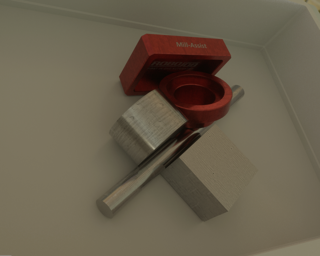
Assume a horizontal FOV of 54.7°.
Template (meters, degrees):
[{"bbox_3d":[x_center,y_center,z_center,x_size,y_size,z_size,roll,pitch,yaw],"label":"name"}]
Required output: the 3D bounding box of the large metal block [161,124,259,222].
[{"bbox_3d":[0.062,0.055,0.388,0.080,0.050,0.080,48,51,5],"label":"large metal block"}]

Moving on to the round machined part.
[{"bbox_3d":[0.046,-0.036,0.424,0.099,0.042,0.098,3,39,-2],"label":"round machined part"}]

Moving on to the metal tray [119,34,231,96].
[{"bbox_3d":[0.021,-0.083,0.424,0.131,0.090,0.030,-7,65,-32],"label":"metal tray"}]

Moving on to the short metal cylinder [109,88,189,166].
[{"bbox_3d":[-0.012,-0.001,0.364,0.050,0.080,0.080,48,51,4],"label":"short metal cylinder"}]

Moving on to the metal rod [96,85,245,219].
[{"bbox_3d":[0.035,0.012,0.417,0.025,0.025,0.302,48,51,5],"label":"metal rod"}]
